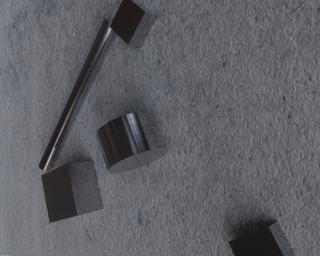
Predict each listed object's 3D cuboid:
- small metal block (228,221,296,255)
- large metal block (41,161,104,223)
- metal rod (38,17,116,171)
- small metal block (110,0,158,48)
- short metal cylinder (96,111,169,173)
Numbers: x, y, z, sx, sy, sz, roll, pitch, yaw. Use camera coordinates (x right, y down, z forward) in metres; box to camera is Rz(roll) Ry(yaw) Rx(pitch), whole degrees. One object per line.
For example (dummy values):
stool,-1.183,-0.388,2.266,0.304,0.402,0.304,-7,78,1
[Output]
small metal block,0.107,0.130,0.317,0.050,0.025,0.050,-37,68,34
large metal block,-0.145,0.104,0.508,0.080,0.050,0.080,-24,75,37
metal rod,-0.144,-0.044,0.523,0.025,0.025,0.298,46,117,30
small metal block,-0.038,-0.149,0.436,0.050,0.025,0.050,48,118,29
short metal cylinder,-0.035,0.020,0.398,0.080,0.081,0.050,-33,70,35
